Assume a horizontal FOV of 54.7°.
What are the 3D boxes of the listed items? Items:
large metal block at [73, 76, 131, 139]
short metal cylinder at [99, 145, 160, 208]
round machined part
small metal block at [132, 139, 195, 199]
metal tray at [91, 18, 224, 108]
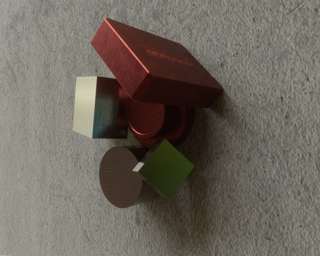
[{"bbox_3d":[-0.084,-0.030,0.441,0.080,0.050,0.079,13,99,56],"label":"large metal block"},{"bbox_3d":[-0.036,0.063,0.418,0.080,0.050,0.079,0,90,39],"label":"short metal cylinder"},{"bbox_3d":[-0.007,-0.020,0.400,0.098,0.042,0.097,0,90,39],"label":"round machined part"},{"bbox_3d":[0.004,0.048,0.371,0.050,0.050,0.025,43,163,-11],"label":"small metal block"},{"bbox_3d":[0.002,-0.065,0.333,0.030,0.131,0.090,-52,60,27],"label":"metal tray"}]
